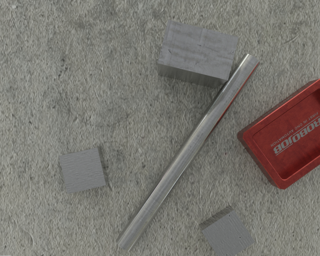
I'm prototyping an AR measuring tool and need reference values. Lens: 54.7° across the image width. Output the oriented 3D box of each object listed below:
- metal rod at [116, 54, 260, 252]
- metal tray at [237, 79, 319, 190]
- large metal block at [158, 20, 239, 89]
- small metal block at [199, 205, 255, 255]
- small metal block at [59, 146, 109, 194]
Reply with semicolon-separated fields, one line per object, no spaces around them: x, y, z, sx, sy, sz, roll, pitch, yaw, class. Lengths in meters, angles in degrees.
0.037;0.032;0.410;0.025;0.025;0.299;35;90;-1;metal rod
0.182;0.008;0.409;0.130;0.030;0.090;-36;90;-1;metal tray
0.042;-0.087;0.383;0.080;0.080;0.050;14;90;-1;large metal block
0.088;0.140;0.411;0.050;0.025;0.050;-33;90;0;small metal block
-0.099;0.055;0.409;0.050;0.025;0.050;-13;90;-1;small metal block
